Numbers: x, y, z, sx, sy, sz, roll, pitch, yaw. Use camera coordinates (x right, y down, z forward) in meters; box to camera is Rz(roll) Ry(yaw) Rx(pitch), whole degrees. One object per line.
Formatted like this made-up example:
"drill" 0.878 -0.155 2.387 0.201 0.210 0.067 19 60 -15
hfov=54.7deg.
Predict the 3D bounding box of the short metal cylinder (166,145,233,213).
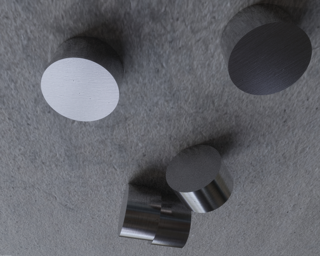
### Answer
"short metal cylinder" 0.055 0.070 0.432 0.080 0.080 0.050 -21 127 16

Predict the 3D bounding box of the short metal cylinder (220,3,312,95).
"short metal cylinder" 0.107 -0.081 0.323 0.081 0.050 0.079 0 130 0

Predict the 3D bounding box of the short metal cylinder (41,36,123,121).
"short metal cylinder" -0.083 -0.054 0.344 0.081 0.050 0.079 0 130 0

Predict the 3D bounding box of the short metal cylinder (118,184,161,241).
"short metal cylinder" -0.033 0.131 0.482 0.050 0.080 0.079 12 129 -10

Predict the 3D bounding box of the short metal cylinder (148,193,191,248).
"short metal cylinder" 0.013 0.148 0.497 0.050 0.080 0.079 11 129 -10
